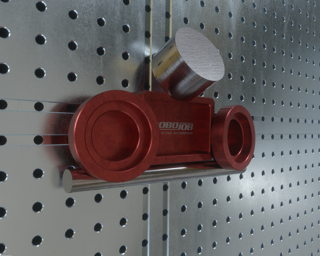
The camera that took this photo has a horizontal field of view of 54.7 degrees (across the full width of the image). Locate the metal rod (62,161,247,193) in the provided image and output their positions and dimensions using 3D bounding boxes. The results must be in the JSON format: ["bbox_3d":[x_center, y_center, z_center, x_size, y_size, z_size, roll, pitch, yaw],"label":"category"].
[{"bbox_3d":[0.019,0.059,0.420,0.302,0.025,0.025,2,89,-40],"label":"metal rod"}]

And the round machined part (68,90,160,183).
[{"bbox_3d":[-0.053,0.009,0.343,0.099,0.042,0.097,2,87,-32],"label":"round machined part"}]

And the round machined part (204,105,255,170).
[{"bbox_3d":[0.104,0.015,0.475,0.099,0.042,0.097,2,87,-47],"label":"round machined part"}]

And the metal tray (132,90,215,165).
[{"bbox_3d":[0.020,0.001,0.417,0.131,0.030,0.089,1,90,-40],"label":"metal tray"}]

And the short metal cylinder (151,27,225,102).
[{"bbox_3d":[0.036,-0.081,0.399,0.080,0.050,0.080,21,52,-29],"label":"short metal cylinder"}]
